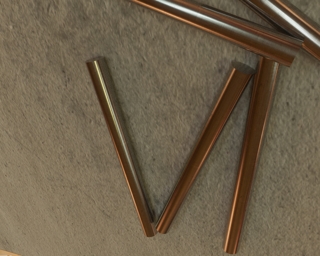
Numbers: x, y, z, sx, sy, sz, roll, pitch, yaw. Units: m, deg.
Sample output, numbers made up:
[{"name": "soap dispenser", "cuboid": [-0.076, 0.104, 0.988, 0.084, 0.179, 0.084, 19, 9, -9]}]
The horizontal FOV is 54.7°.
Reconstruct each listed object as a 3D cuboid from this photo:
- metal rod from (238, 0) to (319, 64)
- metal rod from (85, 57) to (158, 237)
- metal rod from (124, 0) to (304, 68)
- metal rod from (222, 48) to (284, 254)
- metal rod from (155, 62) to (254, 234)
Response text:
[{"name": "metal rod", "cuboid": [0.167, -0.059, 0.282, 0.300, 0.025, 0.025, 39, 129, 1]}, {"name": "metal rod", "cuboid": [-0.049, 0.043, 0.457, 0.025, 0.025, 0.298, 0, 118, 28]}, {"name": "metal rod", "cuboid": [-0.008, -0.132, 0.314, 0.301, 0.025, 0.025, 28, 128, 15]}, {"name": "metal rod", "cuboid": [0.107, 0.051, 0.380, 0.025, 0.025, 0.298, 14, 124, 20]}, {"name": "metal rod", "cuboid": [0.046, 0.049, 0.412, 0.025, 0.025, 0.298, 28, 128, 10]}]
